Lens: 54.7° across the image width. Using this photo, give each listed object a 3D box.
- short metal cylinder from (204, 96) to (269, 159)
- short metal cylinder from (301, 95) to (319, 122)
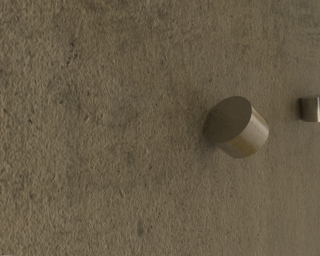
[{"bbox_3d":[0.114,-0.001,0.464,0.050,0.080,0.080,37,67,-34],"label":"short metal cylinder"},{"bbox_3d":[0.343,-0.044,0.656,0.081,0.080,0.050,-13,99,-39],"label":"short metal cylinder"}]
